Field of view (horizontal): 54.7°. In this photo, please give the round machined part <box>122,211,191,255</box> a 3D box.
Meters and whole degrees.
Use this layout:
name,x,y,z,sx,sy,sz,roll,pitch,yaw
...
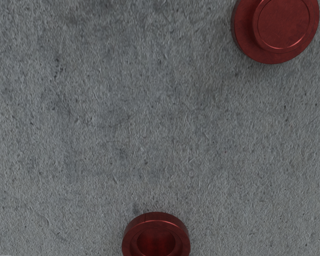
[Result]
name,x,y,z,sx,sy,sz,roll,pitch,yaw
round machined part,-0.006,0.165,0.461,0.099,0.042,0.097,0,110,0

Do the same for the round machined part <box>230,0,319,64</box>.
name,x,y,z,sx,sy,sz,roll,pitch,yaw
round machined part,0.135,-0.122,0.357,0.099,0.042,0.097,0,110,0
